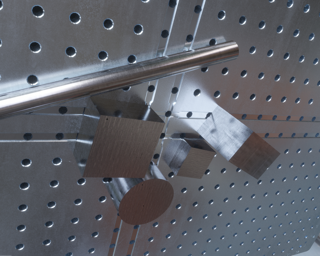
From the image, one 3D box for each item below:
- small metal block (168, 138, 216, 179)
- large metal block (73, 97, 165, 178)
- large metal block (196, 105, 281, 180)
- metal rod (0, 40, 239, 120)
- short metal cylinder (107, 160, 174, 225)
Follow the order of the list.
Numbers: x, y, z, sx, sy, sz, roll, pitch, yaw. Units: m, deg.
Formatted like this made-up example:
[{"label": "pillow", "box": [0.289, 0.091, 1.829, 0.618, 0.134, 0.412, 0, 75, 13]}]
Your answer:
[{"label": "small metal block", "box": [0.049, 0.047, 0.470, 0.050, 0.025, 0.050, 14, 111, -34]}, {"label": "large metal block", "box": [-0.051, 0.013, 0.376, 0.081, 0.050, 0.079, 7, 115, -32]}, {"label": "large metal block", "box": [0.114, 0.021, 0.453, 0.080, 0.080, 0.050, 31, 101, -38]}, {"label": "metal rod", "box": [-0.042, -0.058, 0.353, 0.302, 0.025, 0.025, -17, 126, -19]}, {"label": "short metal cylinder", "box": [-0.028, 0.089, 0.436, 0.081, 0.050, 0.079, -14, 125, -21]}]
